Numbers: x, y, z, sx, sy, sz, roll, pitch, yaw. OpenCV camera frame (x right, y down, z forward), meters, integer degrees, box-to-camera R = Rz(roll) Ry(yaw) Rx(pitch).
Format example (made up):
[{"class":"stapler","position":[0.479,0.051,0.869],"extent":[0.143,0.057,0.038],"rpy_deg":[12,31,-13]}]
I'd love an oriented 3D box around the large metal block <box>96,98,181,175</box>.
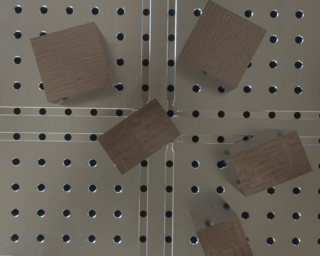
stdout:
[{"class":"large metal block","position":[-0.023,0.009,0.386],"extent":[0.080,0.080,0.050],"rpy_deg":[-35,90,0]}]

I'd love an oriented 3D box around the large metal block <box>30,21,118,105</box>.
[{"class":"large metal block","position":[-0.108,-0.080,0.400],"extent":[0.080,0.050,0.080],"rpy_deg":[-15,90,0]}]

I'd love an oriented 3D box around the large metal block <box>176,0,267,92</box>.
[{"class":"large metal block","position":[0.076,-0.102,0.401],"extent":[0.080,0.050,0.080],"rpy_deg":[28,90,0]}]

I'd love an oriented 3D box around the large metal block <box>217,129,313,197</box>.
[{"class":"large metal block","position":[0.125,0.040,0.387],"extent":[0.080,0.080,0.050],"rpy_deg":[-22,90,0]}]

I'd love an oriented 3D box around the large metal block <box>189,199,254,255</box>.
[{"class":"large metal block","position":[0.078,0.144,0.386],"extent":[0.050,0.080,0.080],"rpy_deg":[-22,90,0]}]
